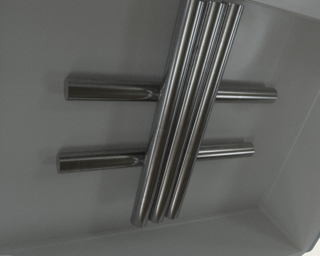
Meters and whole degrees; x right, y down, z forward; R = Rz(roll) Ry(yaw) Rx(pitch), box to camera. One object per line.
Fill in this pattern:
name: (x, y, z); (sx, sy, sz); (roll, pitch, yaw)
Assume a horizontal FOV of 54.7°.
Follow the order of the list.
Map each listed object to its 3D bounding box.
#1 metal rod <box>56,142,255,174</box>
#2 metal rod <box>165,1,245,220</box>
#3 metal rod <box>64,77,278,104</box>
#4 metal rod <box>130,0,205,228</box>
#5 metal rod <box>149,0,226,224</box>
metal rod: (0.013, 0.039, 0.438); (0.303, 0.025, 0.025); (-2, 119, -28)
metal rod: (0.047, -0.003, 0.397); (0.025, 0.025, 0.298); (-1, 119, -28)
metal rod: (0.034, -0.045, 0.398); (0.303, 0.025, 0.025); (-2, 119, -28)
metal rod: (0.002, 0.001, 0.375); (0.025, 0.025, 0.298); (-1, 119, -28)
metal rod: (0.025, -0.001, 0.386); (0.025, 0.025, 0.298); (-1, 119, -28)
